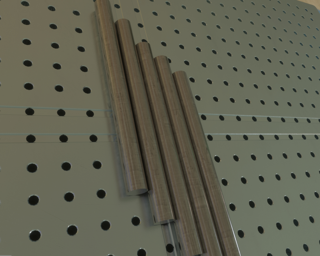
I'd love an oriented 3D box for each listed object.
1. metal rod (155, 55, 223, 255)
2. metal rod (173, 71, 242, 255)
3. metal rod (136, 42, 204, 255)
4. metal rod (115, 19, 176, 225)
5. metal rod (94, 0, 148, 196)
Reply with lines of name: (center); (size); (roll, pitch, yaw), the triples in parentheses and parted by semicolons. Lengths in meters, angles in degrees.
metal rod: (0.031, 0.029, 0.408); (0.025, 0.025, 0.299); (1, 61, -28)
metal rod: (0.059, 0.052, 0.409); (0.025, 0.025, 0.299); (1, 61, -28)
metal rod: (0.005, 0.010, 0.405); (0.025, 0.025, 0.299); (1, 61, -28)
metal rod: (-0.026, -0.026, 0.410); (0.025, 0.025, 0.299); (1, 61, -28)
metal rod: (-0.057, -0.059, 0.414); (0.025, 0.025, 0.299); (1, 61, -28)
